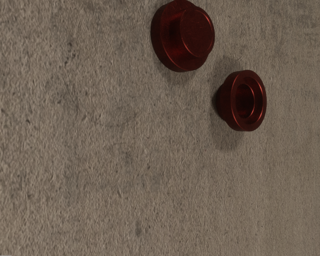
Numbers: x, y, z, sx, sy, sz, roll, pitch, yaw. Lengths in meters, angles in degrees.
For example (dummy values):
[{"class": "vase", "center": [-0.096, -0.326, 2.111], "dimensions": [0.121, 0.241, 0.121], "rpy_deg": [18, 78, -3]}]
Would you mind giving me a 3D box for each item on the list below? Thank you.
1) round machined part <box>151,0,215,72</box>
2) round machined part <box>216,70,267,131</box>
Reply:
[{"class": "round machined part", "center": [0.038, -0.128, 0.428], "dimensions": [0.099, 0.042, 0.097], "rpy_deg": [0, 90, -40]}, {"class": "round machined part", "center": [0.129, -0.043, 0.504], "dimensions": [0.099, 0.042, 0.097], "rpy_deg": [0, 90, -40]}]
